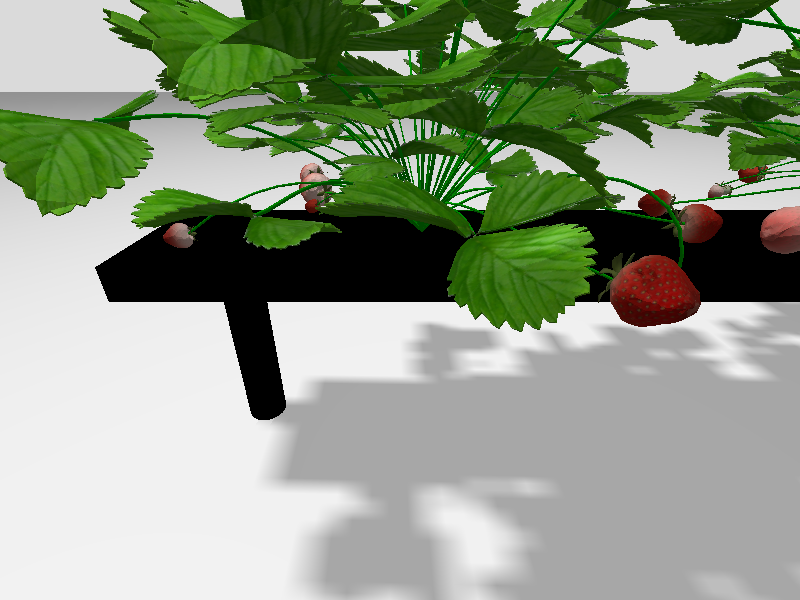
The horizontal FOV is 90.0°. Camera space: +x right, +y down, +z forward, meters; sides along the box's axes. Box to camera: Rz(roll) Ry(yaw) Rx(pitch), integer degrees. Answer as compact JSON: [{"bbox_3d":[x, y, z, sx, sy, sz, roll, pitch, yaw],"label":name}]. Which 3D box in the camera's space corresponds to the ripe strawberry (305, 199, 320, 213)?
[{"bbox_3d":[-0.090,-0.096,0.411,0.016,0.013,0.016,0,26,30],"label":"ripe strawberry"}]

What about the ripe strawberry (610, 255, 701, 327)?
[{"bbox_3d":[0.138,-0.003,0.217,0.044,0.039,0.040,-20,35,-31],"label":"ripe strawberry"}]

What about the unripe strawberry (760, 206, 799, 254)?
[{"bbox_3d":[0.302,-0.055,0.315,0.039,0.038,0.036,-8,30,-14],"label":"unripe strawberry"}]

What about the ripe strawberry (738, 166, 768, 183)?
[{"bbox_3d":[0.460,-0.167,0.525,0.029,0.025,0.029,-1,21,-3],"label":"ripe strawberry"}]

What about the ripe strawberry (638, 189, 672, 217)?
[{"bbox_3d":[0.255,-0.098,0.403,0.028,0.027,0.026,6,30,12],"label":"ripe strawberry"}]

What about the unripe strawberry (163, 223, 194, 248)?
[{"bbox_3d":[-0.181,-0.051,0.326,0.022,0.021,0.020,-14,31,-5],"label":"unripe strawberry"}]

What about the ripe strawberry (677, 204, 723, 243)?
[{"bbox_3d":[0.254,-0.065,0.339,0.033,0.033,0.031,3,29,5],"label":"ripe strawberry"}]

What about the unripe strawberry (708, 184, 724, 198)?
[{"bbox_3d":[0.361,-0.123,0.458,0.017,0.017,0.015,-26,56,-38],"label":"unripe strawberry"}]

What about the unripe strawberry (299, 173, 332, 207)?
[{"bbox_3d":[-0.093,-0.120,0.433,0.038,0.037,0.035,20,35,32],"label":"unripe strawberry"}]

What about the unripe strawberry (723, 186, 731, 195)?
[{"bbox_3d":[0.383,-0.129,0.473,0.013,0.011,0.013,-19,23,-30],"label":"unripe strawberry"}]
